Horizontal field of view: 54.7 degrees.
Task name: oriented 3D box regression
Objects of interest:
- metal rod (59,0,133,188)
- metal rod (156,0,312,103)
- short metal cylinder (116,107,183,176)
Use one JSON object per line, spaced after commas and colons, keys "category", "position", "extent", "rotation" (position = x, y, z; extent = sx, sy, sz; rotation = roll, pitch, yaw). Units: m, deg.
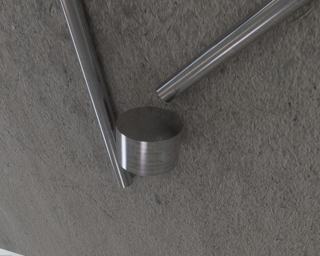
{"category": "metal rod", "position": [-0.083, -0.044, 0.423], "extent": [0.025, 0.025, 0.298], "rotation": [2, 120, 27]}
{"category": "metal rod", "position": [0.104, -0.107, 0.286], "extent": [0.299, 0.025, 0.025], "rotation": [-33, 100, 38]}
{"category": "short metal cylinder", "position": [-0.014, 0.015, 0.388], "extent": [0.080, 0.080, 0.050], "rotation": [16, 125, 19]}
